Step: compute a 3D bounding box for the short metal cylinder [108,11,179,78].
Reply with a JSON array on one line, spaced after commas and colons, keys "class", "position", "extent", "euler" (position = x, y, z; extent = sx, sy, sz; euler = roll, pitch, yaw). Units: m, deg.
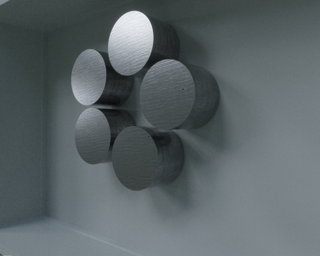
[{"class": "short metal cylinder", "position": [-0.022, -0.106, 0.406], "extent": [0.080, 0.050, 0.080], "euler": [0, 90, 40]}]

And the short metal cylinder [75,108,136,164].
[{"class": "short metal cylinder", "position": [-0.080, 0.011, 0.454], "extent": [0.080, 0.050, 0.080], "euler": [0, 90, 40]}]

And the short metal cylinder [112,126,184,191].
[{"class": "short metal cylinder", "position": [-0.016, 0.037, 0.402], "extent": [0.080, 0.050, 0.080], "euler": [0, 90, 40]}]

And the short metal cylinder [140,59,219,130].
[{"class": "short metal cylinder", "position": [0.022, -0.038, 0.370], "extent": [0.080, 0.050, 0.080], "euler": [0, 90, 40]}]

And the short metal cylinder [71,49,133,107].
[{"class": "short metal cylinder", "position": [-0.087, -0.072, 0.460], "extent": [0.080, 0.050, 0.080], "euler": [0, 90, 40]}]
